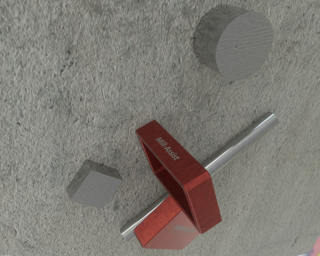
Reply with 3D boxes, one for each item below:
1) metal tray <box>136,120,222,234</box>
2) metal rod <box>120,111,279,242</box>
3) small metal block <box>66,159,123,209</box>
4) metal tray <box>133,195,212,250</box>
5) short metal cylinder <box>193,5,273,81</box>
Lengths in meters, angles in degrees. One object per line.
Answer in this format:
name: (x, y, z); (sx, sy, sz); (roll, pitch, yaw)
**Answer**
metal tray: (0.020, 0.057, 0.386); (0.030, 0.130, 0.090); (-30, 129, -13)
metal rod: (0.064, 0.075, 0.490); (0.301, 0.025, 0.025); (-38, 130, -3)
small metal block: (-0.086, 0.074, 0.407); (0.050, 0.025, 0.050); (27, 103, -38)
metal tray: (0.030, 0.151, 0.492); (0.090, 0.030, 0.130); (-46, 144, 8)
short metal cylinder: (0.088, -0.104, 0.376); (0.081, 0.050, 0.079); (-14, 125, -21)
